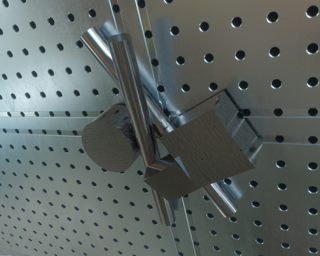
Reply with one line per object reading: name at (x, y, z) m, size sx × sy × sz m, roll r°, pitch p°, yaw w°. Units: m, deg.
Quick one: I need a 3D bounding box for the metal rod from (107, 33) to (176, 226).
metal rod at (-0.015, 0.026, 0.405) m, size 0.025 × 0.025 × 0.298 m, roll 6°, pitch 129°, yaw 25°

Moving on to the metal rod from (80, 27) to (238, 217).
metal rod at (0.004, -0.001, 0.403) m, size 0.025 × 0.025 × 0.300 m, roll -32°, pitch 102°, yaw 38°

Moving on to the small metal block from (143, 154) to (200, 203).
small metal block at (0.016, 0.063, 0.396) m, size 0.050 × 0.025 × 0.050 m, roll -33°, pitch 115°, yaw 30°

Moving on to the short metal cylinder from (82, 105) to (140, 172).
short metal cylinder at (-0.060, 0.014, 0.431) m, size 0.080 × 0.050 × 0.079 m, roll 13°, pitch 124°, yaw 20°

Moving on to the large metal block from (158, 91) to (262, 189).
large metal block at (0.060, 0.016, 0.368) m, size 0.080 × 0.050 × 0.080 m, roll -30°, pitch 102°, yaw 38°
